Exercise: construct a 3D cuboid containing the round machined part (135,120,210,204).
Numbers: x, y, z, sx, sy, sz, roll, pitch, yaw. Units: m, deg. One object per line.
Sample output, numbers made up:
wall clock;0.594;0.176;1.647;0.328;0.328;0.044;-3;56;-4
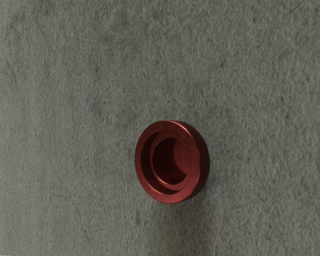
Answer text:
round machined part;0.019;0.040;0.377;0.098;0.042;0.097;0;90;39
